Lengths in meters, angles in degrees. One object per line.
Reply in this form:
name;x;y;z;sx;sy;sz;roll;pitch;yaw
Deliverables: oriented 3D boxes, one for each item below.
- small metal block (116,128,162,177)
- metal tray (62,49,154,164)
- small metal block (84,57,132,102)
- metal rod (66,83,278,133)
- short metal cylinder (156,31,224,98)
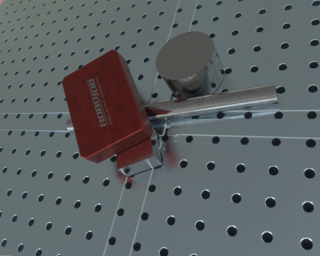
small metal block;-0.029;0.029;0.403;0.050;0.025;0.050;-21;54;15
metal tray;-0.073;-0.030;0.410;0.090;0.030;0.130;-27;64;11
small metal block;-0.080;-0.074;0.477;0.050;0.050;0.025;-28;53;10
metal rod;0.000;-0.022;0.421;0.301;0.025;0.025;-7;59;23
short metal cylinder;0.041;-0.083;0.420;0.080;0.050;0.080;-13;56;20
